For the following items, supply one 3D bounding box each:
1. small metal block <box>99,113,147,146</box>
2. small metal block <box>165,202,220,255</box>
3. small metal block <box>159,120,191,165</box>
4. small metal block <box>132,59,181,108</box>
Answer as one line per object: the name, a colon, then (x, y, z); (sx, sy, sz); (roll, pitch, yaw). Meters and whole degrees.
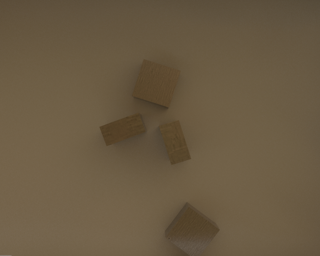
small metal block: (-0.045, 0.002, 0.398); (0.050, 0.050, 0.025); (-20, 90, 0)
small metal block: (0.042, 0.136, 0.412); (0.050, 0.025, 0.050); (37, 90, -1)
small metal block: (0.018, 0.017, 0.399); (0.025, 0.050, 0.050); (-18, 90, 0)
small metal block: (-0.005, -0.058, 0.411); (0.050, 0.025, 0.050); (18, 90, -1)
